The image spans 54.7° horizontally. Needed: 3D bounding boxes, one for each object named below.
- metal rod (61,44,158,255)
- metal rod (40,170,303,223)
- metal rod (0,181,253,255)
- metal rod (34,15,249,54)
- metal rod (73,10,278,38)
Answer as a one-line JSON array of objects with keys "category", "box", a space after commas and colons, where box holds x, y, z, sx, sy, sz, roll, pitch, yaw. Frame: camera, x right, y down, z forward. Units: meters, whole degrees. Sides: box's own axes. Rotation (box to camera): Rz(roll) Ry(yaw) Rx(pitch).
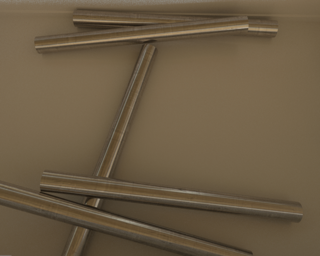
[{"category": "metal rod", "box": [-0.059, 0.020, 0.401, 0.025, 0.025, 0.299, 16, 71, 5]}, {"category": "metal rod", "box": [0.017, 0.081, 0.363, 0.302, 0.025, 0.025, 8, 70, -4]}, {"category": "metal rod", "box": [-0.043, 0.110, 0.347, 0.302, 0.025, 0.025, 17, 71, -3]}, {"category": "metal rod", "box": [-0.027, -0.134, 0.446, 0.302, 0.025, 0.025, -5, 70, 2]}, {"category": "metal rod", "box": [0.023, -0.157, 0.467, 0.302, 0.025, 0.025, 3, 70, 0]}]
